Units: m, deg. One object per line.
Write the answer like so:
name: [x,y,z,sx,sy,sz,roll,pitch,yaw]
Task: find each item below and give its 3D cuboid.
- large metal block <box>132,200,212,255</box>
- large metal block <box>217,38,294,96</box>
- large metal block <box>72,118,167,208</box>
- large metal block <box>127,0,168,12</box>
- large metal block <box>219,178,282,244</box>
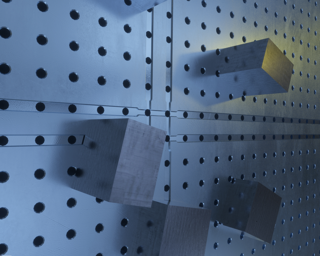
large metal block: [0.016,0.139,0.406,0.080,0.050,0.080,18,79,-39]
large metal block: [0.155,-0.094,0.501,0.080,0.080,0.050,28,73,-37]
large metal block: [-0.045,0.035,0.335,0.050,0.080,0.080,20,78,-38]
large metal block: [-0.026,-0.202,0.370,0.080,0.050,0.080,23,76,-38]
large metal block: [0.153,0.138,0.520,0.080,0.050,0.080,33,69,-35]
